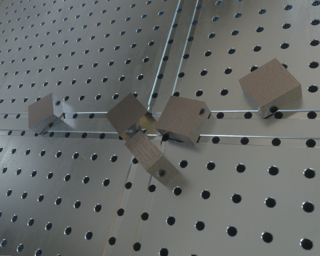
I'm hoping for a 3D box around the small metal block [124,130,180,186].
[{"bbox_3d":[-0.009,0.036,0.374,0.025,0.050,0.050,-43,51,-2],"label":"small metal block"}]

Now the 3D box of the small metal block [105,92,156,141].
[{"bbox_3d":[-0.042,-0.015,0.438,0.050,0.025,0.050,-41,51,-1],"label":"small metal block"}]

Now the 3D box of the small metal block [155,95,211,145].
[{"bbox_3d":[0.029,-0.011,0.398,0.050,0.025,0.050,15,69,33],"label":"small metal block"}]

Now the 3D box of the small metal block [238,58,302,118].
[{"bbox_3d":[0.131,-0.048,0.369,0.050,0.025,0.050,-31,52,8],"label":"small metal block"}]

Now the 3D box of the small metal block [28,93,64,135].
[{"bbox_3d":[-0.192,-0.024,0.521,0.050,0.025,0.050,-27,53,10],"label":"small metal block"}]
